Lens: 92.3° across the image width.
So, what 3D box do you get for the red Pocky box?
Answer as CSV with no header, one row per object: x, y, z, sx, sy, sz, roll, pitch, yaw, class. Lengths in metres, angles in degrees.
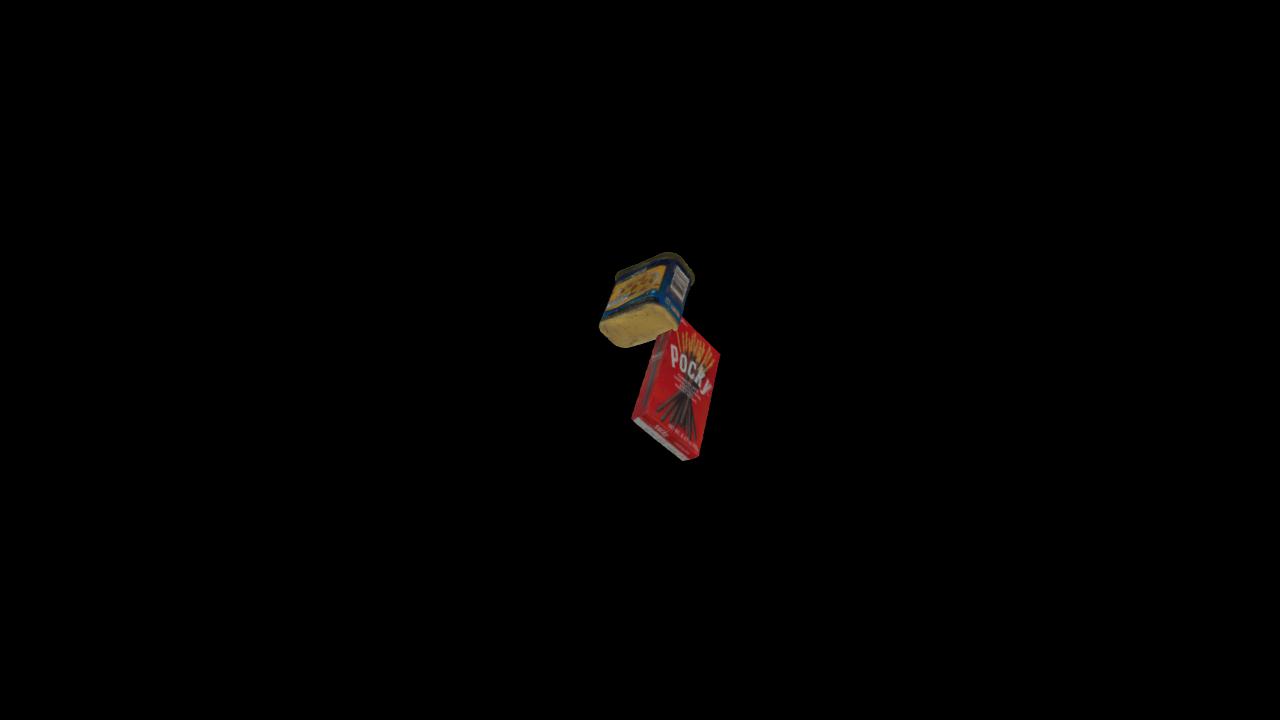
0.044,0.026,0.682,0.083,0.155,0.028,40,-46,-23,red Pocky box

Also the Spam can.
0.007,-0.068,0.725,0.101,0.085,0.058,-17,-50,37,Spam can
